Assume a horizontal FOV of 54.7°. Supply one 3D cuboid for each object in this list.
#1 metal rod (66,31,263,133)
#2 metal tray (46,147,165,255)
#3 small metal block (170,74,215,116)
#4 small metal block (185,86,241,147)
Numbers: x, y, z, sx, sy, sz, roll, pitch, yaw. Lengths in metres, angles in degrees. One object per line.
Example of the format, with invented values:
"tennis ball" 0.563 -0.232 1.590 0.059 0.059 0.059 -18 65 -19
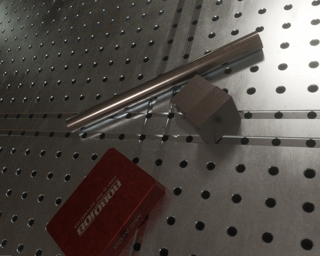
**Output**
"metal rod" -0.003 -0.061 0.445 0.301 0.025 0.025 -23 54 13
"metal tray" -0.067 0.099 0.378 0.090 0.030 0.130 31 79 37
"small metal block" 0.051 -0.035 0.402 0.050 0.025 0.050 -45 51 -4
"small metal block" 0.064 -0.013 0.366 0.050 0.050 0.025 -43 51 -2
